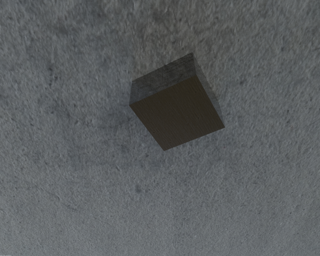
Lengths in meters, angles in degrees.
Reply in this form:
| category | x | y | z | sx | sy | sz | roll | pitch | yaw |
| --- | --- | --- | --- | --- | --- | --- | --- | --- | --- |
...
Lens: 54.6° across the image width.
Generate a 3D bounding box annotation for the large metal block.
| category | x | y | z | sx | sy | sz | roll | pitch | yaw |
| --- | --- | --- | --- | --- | --- | --- | --- | --- | --- |
| large metal block | 0.021 | -0.029 | 0.366 | 0.080 | 0.050 | 0.080 | -23 | 127 | 18 |
